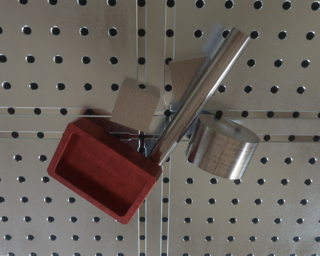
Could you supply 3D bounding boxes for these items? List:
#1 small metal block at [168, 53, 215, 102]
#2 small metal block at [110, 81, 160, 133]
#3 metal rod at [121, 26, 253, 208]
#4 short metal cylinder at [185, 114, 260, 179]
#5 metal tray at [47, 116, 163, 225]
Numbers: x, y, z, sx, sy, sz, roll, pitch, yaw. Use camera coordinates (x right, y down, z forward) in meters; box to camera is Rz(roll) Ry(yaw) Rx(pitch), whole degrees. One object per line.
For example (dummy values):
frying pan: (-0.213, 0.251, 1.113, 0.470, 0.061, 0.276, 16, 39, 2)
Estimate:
small metal block: (0.039, -0.063, 0.391, 0.050, 0.025, 0.050, -10, 110, 3)
small metal block: (-0.032, -0.028, 0.403, 0.050, 0.025, 0.050, 18, 109, -7)
metal rod: (0.015, 0.010, 0.397, 0.025, 0.025, 0.298, 29, 115, -11)
short metal cylinder: (0.078, 0.022, 0.393, 0.080, 0.080, 0.050, 17, 109, -7)
metal tray: (-0.074, 0.056, 0.408, 0.130, 0.030, 0.089, 33, 114, 3)
